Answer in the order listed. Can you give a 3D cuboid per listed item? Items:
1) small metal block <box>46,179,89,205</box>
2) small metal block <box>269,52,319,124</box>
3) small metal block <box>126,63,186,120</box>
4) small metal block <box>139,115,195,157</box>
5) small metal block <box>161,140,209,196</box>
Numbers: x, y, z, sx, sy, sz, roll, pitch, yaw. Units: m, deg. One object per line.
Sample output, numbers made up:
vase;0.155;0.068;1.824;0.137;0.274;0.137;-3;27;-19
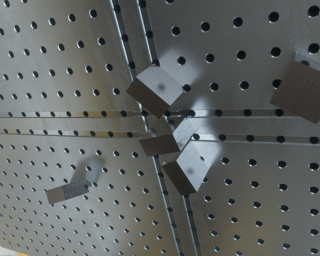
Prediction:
small metal block;-0.163;0.113;0.548;0.050;0.050;0.025;-21;83;36
small metal block;0.146;-0.040;0.310;0.050;0.025;0.050;27;128;11
small metal block;-0.004;-0.045;0.370;0.050;0.050;0.025;40;129;1
small metal block;0.010;0.010;0.397;0.050;0.050;0.025;-12;112;33
small metal block;0.034;0.052;0.410;0.025;0.050;0.050;-24;106;36
